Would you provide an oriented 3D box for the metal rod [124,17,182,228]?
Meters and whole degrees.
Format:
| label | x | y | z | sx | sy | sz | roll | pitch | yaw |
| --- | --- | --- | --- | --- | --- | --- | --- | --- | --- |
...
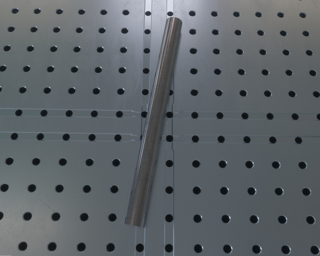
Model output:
| label | x | y | z | sx | sy | sz | roll | pitch | yaw |
| --- | --- | --- | --- | --- | --- | --- | --- | --- | --- |
| metal rod | -0.004 | -0.022 | 0.419 | 0.025 | 0.025 | 0.299 | 9 | 70 | 3 |
